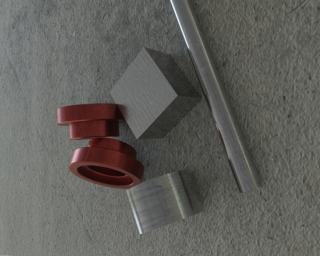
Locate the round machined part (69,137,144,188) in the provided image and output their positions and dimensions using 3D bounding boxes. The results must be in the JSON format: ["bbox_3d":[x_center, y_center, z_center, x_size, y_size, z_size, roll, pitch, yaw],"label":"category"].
[{"bbox_3d":[-0.069,0.046,0.422,0.098,0.098,0.042,-14,53,39],"label":"round machined part"}]

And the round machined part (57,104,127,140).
[{"bbox_3d":[-0.092,-0.006,0.434,0.098,0.099,0.042,-7,86,40],"label":"round machined part"}]

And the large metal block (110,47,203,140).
[{"bbox_3d":[-0.008,-0.042,0.395,0.080,0.050,0.080,-47,62,30],"label":"large metal block"}]

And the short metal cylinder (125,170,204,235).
[{"bbox_3d":[0.005,0.087,0.365,0.080,0.081,0.050,-31,71,35],"label":"short metal cylinder"}]

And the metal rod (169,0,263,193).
[{"bbox_3d":[0.052,-0.073,0.362,0.025,0.025,0.299,-28,72,36],"label":"metal rod"}]
